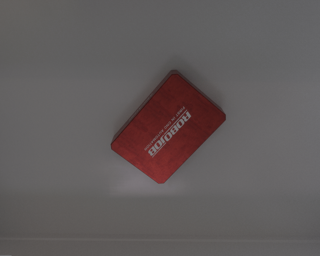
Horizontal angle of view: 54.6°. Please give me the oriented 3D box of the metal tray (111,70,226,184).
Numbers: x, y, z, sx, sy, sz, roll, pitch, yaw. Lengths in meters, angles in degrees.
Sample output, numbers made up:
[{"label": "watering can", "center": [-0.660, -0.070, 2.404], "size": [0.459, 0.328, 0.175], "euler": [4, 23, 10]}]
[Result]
[{"label": "metal tray", "center": [0.010, 0.001, 0.409], "size": [0.090, 0.030, 0.130], "euler": [39, 105, -13]}]
